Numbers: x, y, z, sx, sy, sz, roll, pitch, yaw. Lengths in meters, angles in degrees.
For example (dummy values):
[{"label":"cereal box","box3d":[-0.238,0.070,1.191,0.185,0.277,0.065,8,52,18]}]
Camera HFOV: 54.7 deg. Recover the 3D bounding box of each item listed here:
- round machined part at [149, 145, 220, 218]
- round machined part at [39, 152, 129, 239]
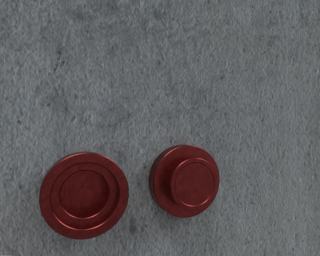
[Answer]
[{"label":"round machined part","box3d":[0.038,0.072,0.415,0.099,0.042,0.097,0,90,-21]},{"label":"round machined part","box3d":[-0.090,0.076,0.367,0.099,0.042,0.097,0,90,-21]}]
